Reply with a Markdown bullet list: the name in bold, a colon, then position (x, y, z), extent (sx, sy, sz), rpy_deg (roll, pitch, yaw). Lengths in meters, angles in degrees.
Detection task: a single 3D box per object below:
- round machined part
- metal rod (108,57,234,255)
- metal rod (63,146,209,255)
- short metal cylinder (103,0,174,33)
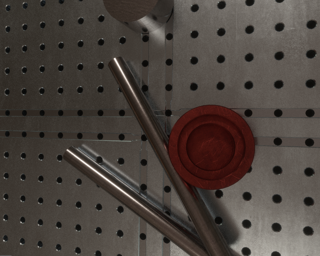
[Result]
- **round machined part**: position (0.060, 0.023, 0.374), extent (0.099, 0.042, 0.097), rpy_deg (-1, 85, 6)
- **metal rod**: position (0.009, 0.035, 0.398), extent (0.025, 0.025, 0.299), rpy_deg (-33, 76, 17)
- **metal rod**: position (-0.013, 0.115, 0.416), extent (0.300, 0.025, 0.025), rpy_deg (33, 101, 16)
- **short metal cylinder**: position (-0.028, -0.172, 0.408), extent (0.080, 0.050, 0.079), rpy_deg (0, 90, 19)
